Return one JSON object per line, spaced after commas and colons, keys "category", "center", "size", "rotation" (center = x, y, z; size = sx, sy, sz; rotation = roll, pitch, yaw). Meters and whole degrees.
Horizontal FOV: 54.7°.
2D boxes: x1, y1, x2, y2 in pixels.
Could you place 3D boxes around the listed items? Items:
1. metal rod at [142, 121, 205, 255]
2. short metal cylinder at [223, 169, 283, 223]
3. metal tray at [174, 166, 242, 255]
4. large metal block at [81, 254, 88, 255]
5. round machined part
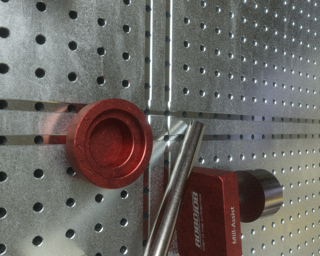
{"category": "metal rod", "center": [0.009, 0.100, 0.355], "size": [0.025, 0.025, 0.301], "rotation": [52, 41, -27]}
{"category": "short metal cylinder", "center": [0.146, 0.106, 0.496], "size": [0.050, 0.080, 0.080], "rotation": [2, 89, -40]}
{"category": "metal tray", "center": [0.062, 0.121, 0.418], "size": [0.030, 0.090, 0.129], "rotation": [-8, 95, -40]}
{"category": "large metal block", "center": [-0.073, 0.188, 0.312], "size": [0.050, 0.080, 0.079], "rotation": [-14, 99, -39]}
{"category": "round machined part", "center": [-0.059, 0.017, 0.349], "size": [0.099, 0.042, 0.097], "rotation": [0, 90, -40]}
